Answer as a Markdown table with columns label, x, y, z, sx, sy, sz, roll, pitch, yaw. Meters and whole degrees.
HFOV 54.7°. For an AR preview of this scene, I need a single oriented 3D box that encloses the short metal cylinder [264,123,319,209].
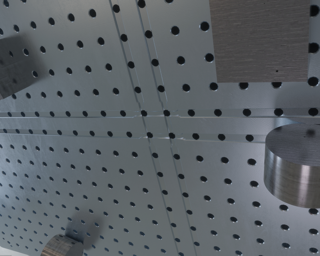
| label | x | y | z | sx | sy | sz | roll | pitch | yaw |
| --- | --- | --- | --- | --- | --- | --- | --- | --- | --- |
| short metal cylinder | 0.150 | 0.036 | 0.319 | 0.080 | 0.080 | 0.050 | 7 | 121 | 25 |

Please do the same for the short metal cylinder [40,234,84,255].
| label | x | y | z | sx | sy | sz | roll | pitch | yaw |
| --- | --- | --- | --- | --- | --- | --- | --- | --- | --- |
| short metal cylinder | -0.207 | 0.272 | 0.653 | 0.050 | 0.080 | 0.079 | 15 | 125 | 20 |

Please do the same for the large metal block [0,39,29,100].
| label | x | y | z | sx | sy | sz | roll | pitch | yaw |
| --- | --- | --- | --- | --- | --- | --- | --- | --- | --- |
| large metal block | -0.269 | -0.084 | 0.485 | 0.080 | 0.050 | 0.080 | -9 | 114 | 32 |

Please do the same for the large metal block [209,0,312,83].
| label | x | y | z | sx | sy | sz | roll | pitch | yaw |
| --- | --- | --- | --- | --- | --- | --- | --- | --- | --- |
| large metal block | 0.096 | -0.089 | 0.289 | 0.080 | 0.050 | 0.079 | 3 | 120 | 26 |
